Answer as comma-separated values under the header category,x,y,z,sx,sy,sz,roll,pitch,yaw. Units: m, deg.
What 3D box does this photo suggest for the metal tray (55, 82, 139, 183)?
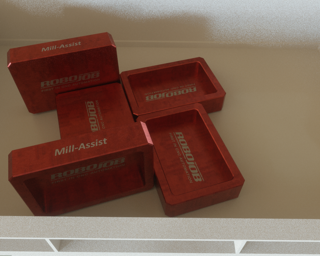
category,x,y,z,sx,sy,sz,roll,pitch,yaw
metal tray,-0.079,0.002,0.396,0.091,0.030,0.130,-13,51,-12

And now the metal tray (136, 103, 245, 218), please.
category,x,y,z,sx,sy,sz,roll,pitch,yaw
metal tray,0.031,0.032,0.373,0.091,0.030,0.130,-13,51,-12

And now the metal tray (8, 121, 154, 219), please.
category,x,y,z,sx,sy,sz,roll,pitch,yaw
metal tray,-0.073,0.046,0.320,0.131,0.089,0.030,-13,52,-12

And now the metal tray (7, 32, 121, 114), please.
category,x,y,z,sx,sy,sz,roll,pitch,yaw
metal tray,-0.122,-0.073,0.418,0.131,0.089,0.030,-14,52,-12

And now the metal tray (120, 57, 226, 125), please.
category,x,y,z,sx,sy,sz,roll,pitch,yaw
metal tray,0.016,-0.053,0.445,0.131,0.030,0.090,-13,51,-12
